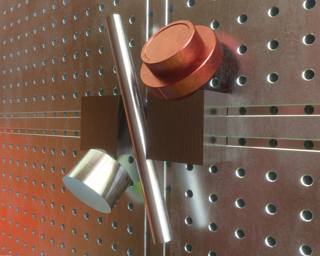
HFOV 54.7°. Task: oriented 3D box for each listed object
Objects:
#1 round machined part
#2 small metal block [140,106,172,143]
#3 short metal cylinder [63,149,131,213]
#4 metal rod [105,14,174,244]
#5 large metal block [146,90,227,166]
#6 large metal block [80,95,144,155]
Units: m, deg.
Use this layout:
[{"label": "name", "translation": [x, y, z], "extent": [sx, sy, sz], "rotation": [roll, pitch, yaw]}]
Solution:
[{"label": "round machined part", "translation": [0.018, -0.083, 0.352], "extent": [0.098, 0.042, 0.098], "rotation": [-22, 44, 23]}, {"label": "small metal block", "translation": [-0.011, -0.004, 0.420], "extent": [0.050, 0.025, 0.050], "rotation": [1, 91, 40]}, {"label": "short metal cylinder", "translation": [-0.088, 0.076, 0.438], "extent": [0.080, 0.050, 0.080], "rotation": [23, 145, 18]}, {"label": "metal rod", "translation": [-0.029, -0.007, 0.400], "extent": [0.025, 0.025, 0.299], "rotation": [-22, 76, 38]}, {"label": "large metal block", "translation": [0.031, -0.001, 0.368], "extent": [0.080, 0.050, 0.079], "rotation": [1, 91, 40]}, {"label": "large metal block", "translation": [-0.070, -0.005, 0.452], "extent": [0.080, 0.050, 0.079], "rotation": [3, 92, 40]}]
